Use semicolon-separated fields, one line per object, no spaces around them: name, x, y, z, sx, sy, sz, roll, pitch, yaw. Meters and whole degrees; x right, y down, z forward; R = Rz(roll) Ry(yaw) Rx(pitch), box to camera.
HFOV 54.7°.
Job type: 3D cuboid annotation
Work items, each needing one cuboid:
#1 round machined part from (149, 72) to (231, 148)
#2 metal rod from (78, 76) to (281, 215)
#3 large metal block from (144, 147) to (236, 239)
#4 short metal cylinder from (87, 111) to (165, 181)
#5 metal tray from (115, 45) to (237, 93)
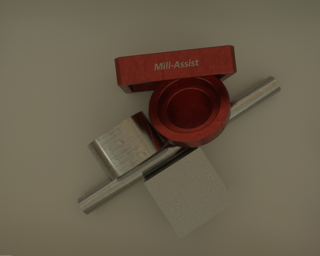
round machined part;0.039;-0.020;0.388;0.098;0.042;0.098;-6;64;13
metal rod;0.026;0.022;0.410;0.301;0.025;0.025;-33;90;-1
large metal block;0.036;0.078;0.397;0.080;0.050;0.080;-33;90;0
short metal cylinder;-0.041;0.022;0.382;0.080;0.080;0.050;-33;90;0
metal tray;0.017;-0.068;0.377;0.131;0.090;0.030;-6;90;-1
